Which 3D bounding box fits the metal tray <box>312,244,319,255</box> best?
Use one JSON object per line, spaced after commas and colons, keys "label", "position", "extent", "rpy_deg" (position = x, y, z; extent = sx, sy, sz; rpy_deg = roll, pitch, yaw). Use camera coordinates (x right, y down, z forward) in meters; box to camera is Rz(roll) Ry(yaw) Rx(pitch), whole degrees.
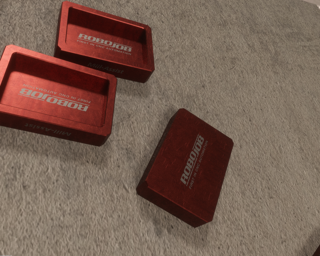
{"label": "metal tray", "position": [0.226, 0.214, 0.394], "extent": [0.131, 0.030, 0.090], "rpy_deg": [-28, 77, -38]}

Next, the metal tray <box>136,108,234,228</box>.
{"label": "metal tray", "position": [0.037, 0.046, 0.394], "extent": [0.090, 0.030, 0.130], "rpy_deg": [33, 51, -8]}

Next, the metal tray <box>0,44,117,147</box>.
{"label": "metal tray", "position": [-0.120, -0.036, 0.358], "extent": [0.131, 0.030, 0.090], "rpy_deg": [14, 56, -21]}

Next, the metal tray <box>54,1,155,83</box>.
{"label": "metal tray", "position": [-0.075, -0.119, 0.433], "extent": [0.131, 0.030, 0.090], "rpy_deg": [9, 58, -24]}
